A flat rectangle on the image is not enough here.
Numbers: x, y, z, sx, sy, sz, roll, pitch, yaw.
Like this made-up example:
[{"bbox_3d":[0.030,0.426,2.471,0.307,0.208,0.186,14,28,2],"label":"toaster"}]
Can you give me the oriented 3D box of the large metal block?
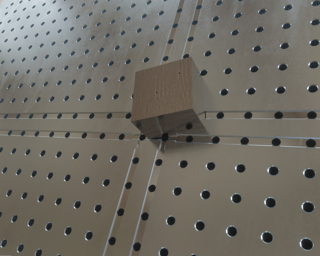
[{"bbox_3d":[0.012,-0.038,0.408,0.080,0.050,0.080,-11,57,21],"label":"large metal block"}]
